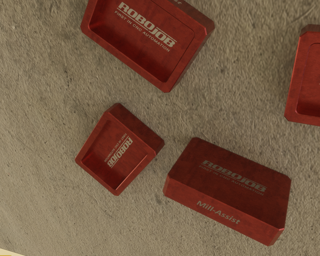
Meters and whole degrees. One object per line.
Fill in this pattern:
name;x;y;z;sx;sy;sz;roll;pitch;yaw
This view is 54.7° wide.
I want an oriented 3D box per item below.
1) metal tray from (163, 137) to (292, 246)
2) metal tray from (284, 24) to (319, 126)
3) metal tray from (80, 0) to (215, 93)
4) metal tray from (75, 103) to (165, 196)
metal tray;0.080;0.068;0.364;0.130;0.090;0.030;24;127;13
metal tray;0.189;-0.041;0.278;0.130;0.030;0.089;12;124;21
metal tray;-0.018;-0.112;0.343;0.130;0.030;0.089;37;129;3
metal tray;-0.064;0.036;0.459;0.090;0.030;0.129;41;129;0
